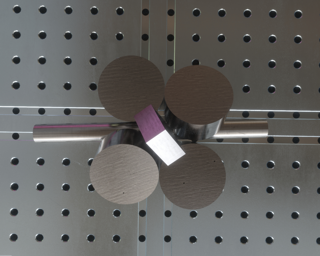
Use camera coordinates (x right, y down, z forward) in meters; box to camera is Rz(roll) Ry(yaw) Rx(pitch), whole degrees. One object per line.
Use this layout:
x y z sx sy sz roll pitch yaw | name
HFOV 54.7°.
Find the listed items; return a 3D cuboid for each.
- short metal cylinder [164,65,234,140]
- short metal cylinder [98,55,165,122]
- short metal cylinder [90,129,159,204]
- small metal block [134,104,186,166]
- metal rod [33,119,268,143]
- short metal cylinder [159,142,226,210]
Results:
0.046 -0.030 0.384 0.081 0.050 0.080 0 67 0 | short metal cylinder
-0.034 -0.048 0.397 0.081 0.050 0.079 0 90 0 | short metal cylinder
-0.042 0.047 0.385 0.081 0.050 0.079 0 110 -1 | short metal cylinder
-0.001 0.008 0.362 0.025 0.050 0.050 -35 132 6 | small metal block
-0.012 0.004 0.409 0.302 0.025 0.025 -1 90 0 | metal rod
0.039 0.058 0.397 0.081 0.050 0.079 0 90 0 | short metal cylinder
